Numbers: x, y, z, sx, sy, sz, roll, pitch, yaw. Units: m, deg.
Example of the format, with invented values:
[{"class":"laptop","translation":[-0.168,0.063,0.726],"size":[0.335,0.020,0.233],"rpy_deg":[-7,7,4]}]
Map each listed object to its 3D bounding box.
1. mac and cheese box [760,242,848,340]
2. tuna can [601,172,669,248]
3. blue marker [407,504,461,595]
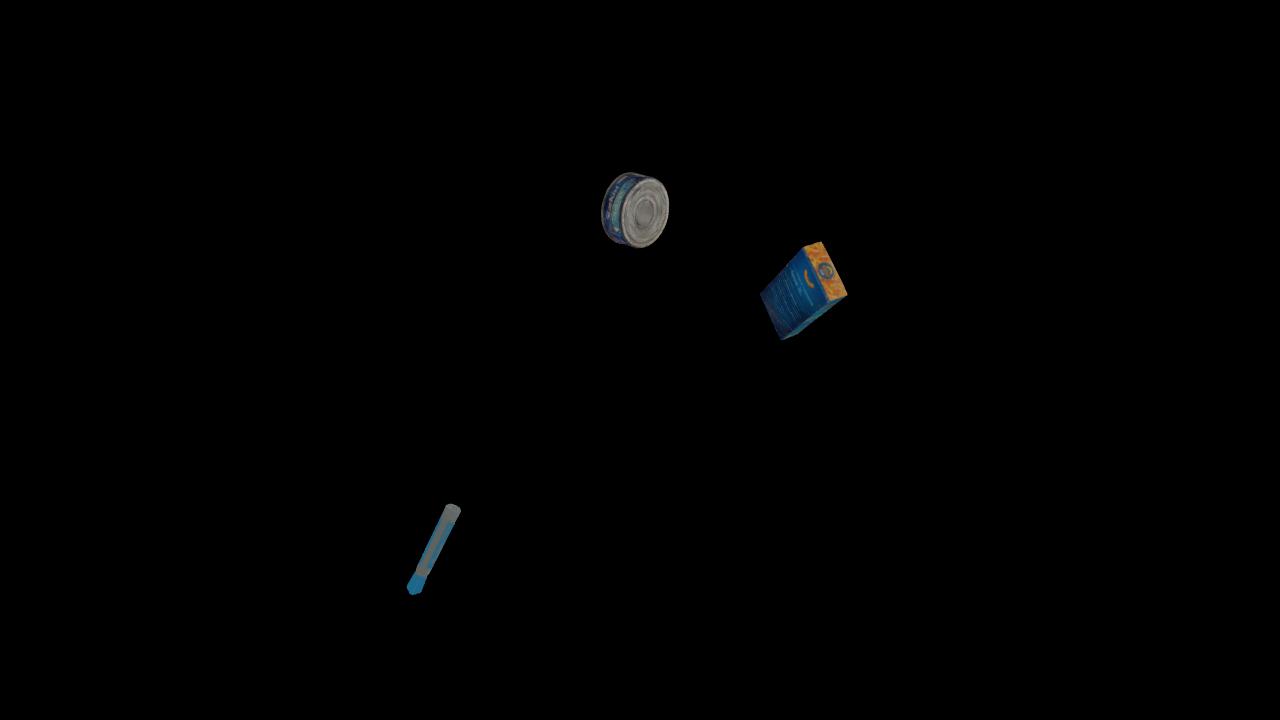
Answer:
[{"class":"mac and cheese box","translation":[0.253,-0.104,0.975],"size":[0.041,0.093,0.184],"rpy_deg":[-18,-11,-14]},{"class":"tuna can","translation":[-0.004,-0.174,0.720],"size":[0.034,0.084,0.084],"rpy_deg":[26,17,38]},{"class":"blue marker","translation":[-0.247,0.227,0.732],"size":[0.020,0.121,0.020],"rpy_deg":[27,8,-4]}]
